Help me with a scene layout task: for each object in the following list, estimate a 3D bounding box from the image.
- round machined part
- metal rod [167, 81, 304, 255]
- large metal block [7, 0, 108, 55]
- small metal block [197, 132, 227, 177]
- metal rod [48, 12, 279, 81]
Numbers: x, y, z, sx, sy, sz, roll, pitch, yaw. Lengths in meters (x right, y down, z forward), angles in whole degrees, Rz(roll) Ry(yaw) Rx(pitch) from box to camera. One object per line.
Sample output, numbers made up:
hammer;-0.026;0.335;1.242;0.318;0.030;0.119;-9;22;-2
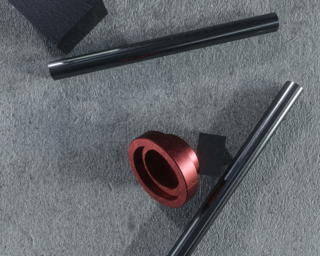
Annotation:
round machined part;0.009;0.046;0.383;0.042;0.098;0.098;-33;91;-36
metal rod;0.095;0.068;0.411;0.025;0.025;0.299;34;90;-1
large metal block;-0.127;-0.155;0.396;0.080;0.050;0.080;44;90;-1
small metal block;0.063;0.033;0.398;0.025;0.050;0.050;9;90;-1
metal rod;0.005;-0.108;0.409;0.302;0.025;0.025;-13;90;-1
